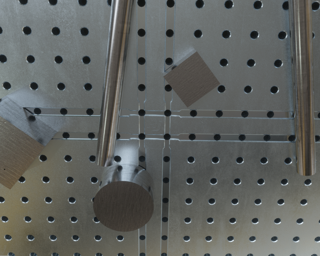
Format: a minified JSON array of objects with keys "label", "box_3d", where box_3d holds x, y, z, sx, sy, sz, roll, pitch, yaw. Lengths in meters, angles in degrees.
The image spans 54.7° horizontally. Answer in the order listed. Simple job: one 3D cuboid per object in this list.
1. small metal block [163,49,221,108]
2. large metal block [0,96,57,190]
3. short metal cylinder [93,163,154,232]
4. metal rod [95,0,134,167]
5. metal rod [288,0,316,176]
[{"label":"small metal block","box_3d":[0.039,-0.063,0.391,0.050,0.025,0.050,-36,107,12]},{"label":"large metal block","box_3d":[-0.198,0.019,0.404,0.080,0.050,0.080,39,105,-13]},{"label":"short metal cylinder","box_3d":[-0.049,0.097,0.435,0.081,0.050,0.079,0,110,-1]},{"label":"metal rod","box_3d":[-0.053,-0.090,0.379,0.025,0.025,0.298,9,110,-4]},{"label":"metal rod","box_3d":[0.178,-0.076,0.388,0.025,0.025,0.298,-11,110,3]}]
